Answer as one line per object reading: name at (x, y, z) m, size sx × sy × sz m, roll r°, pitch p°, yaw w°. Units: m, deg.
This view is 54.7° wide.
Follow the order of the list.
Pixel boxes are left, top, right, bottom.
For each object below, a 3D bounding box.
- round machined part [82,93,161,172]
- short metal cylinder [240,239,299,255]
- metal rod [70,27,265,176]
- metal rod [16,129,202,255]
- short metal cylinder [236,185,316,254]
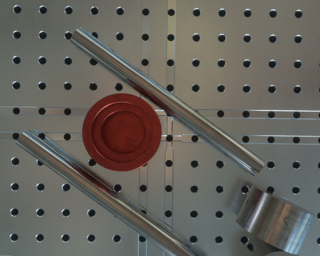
round machined part at (-0.047, 0.006, 0.404) m, size 0.099 × 0.042 × 0.097 m, roll 0°, pitch 90°, yaw 0°
short metal cylinder at (0.148, 0.190, 0.402) m, size 0.081 × 0.050 × 0.080 m, roll 0°, pitch 90°, yaw 0°
metal rod at (0.010, -0.035, 0.413) m, size 0.301 × 0.025 × 0.025 m, roll 36°, pitch 90°, yaw 0°
metal rod at (-0.061, 0.101, 0.412) m, size 0.301 × 0.025 × 0.025 m, roll 36°, pitch 90°, yaw 0°
short metal cylinder at (0.143, 0.112, 0.387) m, size 0.080 × 0.080 × 0.050 m, roll 25°, pitch 90°, yaw 0°
